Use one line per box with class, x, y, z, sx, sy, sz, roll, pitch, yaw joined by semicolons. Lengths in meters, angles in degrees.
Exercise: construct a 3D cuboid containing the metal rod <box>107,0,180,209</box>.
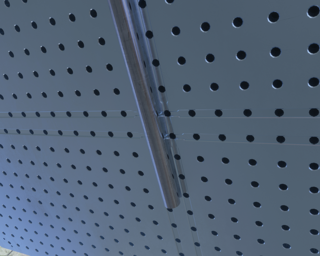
metal rod;-0.014;-0.016;0.410;0.025;0.025;0.298;0;119;28
